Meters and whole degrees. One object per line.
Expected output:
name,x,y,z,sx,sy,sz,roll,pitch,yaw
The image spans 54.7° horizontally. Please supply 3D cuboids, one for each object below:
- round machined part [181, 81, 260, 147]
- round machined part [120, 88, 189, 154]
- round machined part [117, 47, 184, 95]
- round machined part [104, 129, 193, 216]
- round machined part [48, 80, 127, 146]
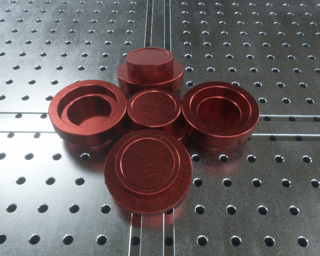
round machined part,0.077,-0.014,0.408,0.099,0.042,0.098,0,50,0
round machined part,-0.008,-0.015,0.407,0.099,0.042,0.098,0,50,0
round machined part,-0.014,-0.087,0.455,0.099,0.042,0.098,-1,36,1
round machined part,-0.013,0.045,0.344,0.099,0.042,0.098,0,65,0
round machined part,-0.091,-0.016,0.408,0.099,0.042,0.098,0,50,0
